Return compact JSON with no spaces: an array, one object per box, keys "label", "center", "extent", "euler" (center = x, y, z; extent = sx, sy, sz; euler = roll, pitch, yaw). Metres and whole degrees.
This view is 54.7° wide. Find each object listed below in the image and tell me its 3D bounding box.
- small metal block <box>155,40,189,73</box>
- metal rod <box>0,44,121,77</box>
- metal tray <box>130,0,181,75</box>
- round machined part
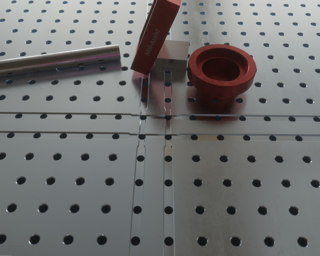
[{"label":"small metal block","center":[0.020,-0.118,0.508],"extent":[0.050,0.025,0.050],"euler":[6,50,4]},{"label":"metal rod","center":[-0.214,-0.099,0.487],"extent":[0.302,0.025,0.025],"euler":[-10,51,-9]},{"label":"metal tray","center":[-0.006,-0.155,0.468],"extent":[0.030,0.129,0.090],"euler":[19,50,-11]},{"label":"round machined part","center":[0.090,-0.080,0.465],"extent":[0.099,0.042,0.098],"euler":[0,50,0]}]
